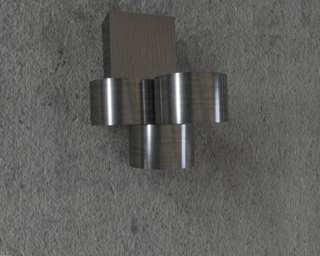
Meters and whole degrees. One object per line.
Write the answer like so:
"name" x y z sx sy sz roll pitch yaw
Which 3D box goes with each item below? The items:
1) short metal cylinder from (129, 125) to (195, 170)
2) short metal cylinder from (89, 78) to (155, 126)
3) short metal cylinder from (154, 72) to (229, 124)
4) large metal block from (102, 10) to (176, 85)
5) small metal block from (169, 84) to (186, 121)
"short metal cylinder" 0.002 0.021 0.383 0.081 0.080 0.050 0 90 -20
"short metal cylinder" -0.041 -0.029 0.366 0.081 0.080 0.050 -2 91 -20
"short metal cylinder" 0.034 -0.030 0.341 0.081 0.080 0.050 -2 91 -20
"large metal block" -0.027 -0.095 0.388 0.081 0.050 0.080 -2 91 -20
"small metal block" 0.014 -0.030 0.405 0.025 0.050 0.050 1 90 -20
